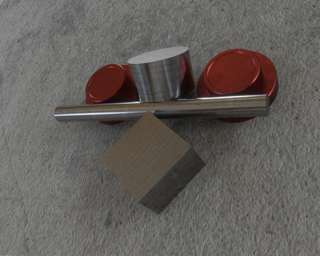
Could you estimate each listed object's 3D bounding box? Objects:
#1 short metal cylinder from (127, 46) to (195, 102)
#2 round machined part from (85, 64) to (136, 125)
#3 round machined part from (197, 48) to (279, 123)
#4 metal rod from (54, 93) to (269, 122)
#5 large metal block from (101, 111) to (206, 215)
[{"bbox_3d":[0.003,-0.072,0.408,0.080,0.050,0.080,-11,23,5],"label":"short metal cylinder"},{"bbox_3d":[-0.072,-0.057,0.466,0.098,0.042,0.098,-13,56,21],"label":"round machined part"},{"bbox_3d":[0.092,-0.058,0.382,0.098,0.042,0.098,-13,56,21],"label":"round machined part"},{"bbox_3d":[-0.018,-0.023,0.401,0.300,0.025,0.025,-1,61,27],"label":"metal rod"},{"bbox_3d":[-0.008,0.039,0.366,0.080,0.050,0.080,-46,51,-4],"label":"large metal block"}]
